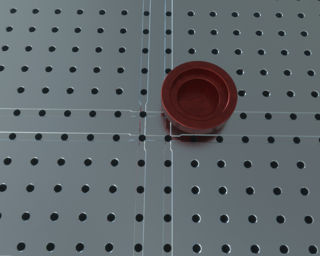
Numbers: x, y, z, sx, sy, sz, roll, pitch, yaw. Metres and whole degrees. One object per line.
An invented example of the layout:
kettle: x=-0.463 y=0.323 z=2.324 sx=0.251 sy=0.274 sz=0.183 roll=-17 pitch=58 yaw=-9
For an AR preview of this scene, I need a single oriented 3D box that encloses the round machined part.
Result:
round machined part: x=0.050 y=-0.038 z=0.417 sx=0.099 sy=0.042 sz=0.098 roll=0 pitch=70 yaw=-1
